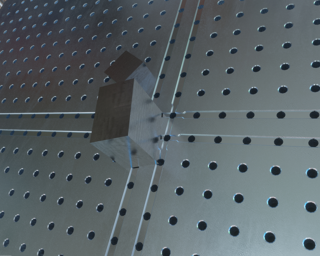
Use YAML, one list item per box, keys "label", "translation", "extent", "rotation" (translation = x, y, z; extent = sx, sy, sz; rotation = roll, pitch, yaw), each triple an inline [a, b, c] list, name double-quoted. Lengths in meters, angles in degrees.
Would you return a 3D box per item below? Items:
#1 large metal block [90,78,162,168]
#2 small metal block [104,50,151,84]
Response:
- label: "large metal block"
  translation: [-0.039, -0.003, 0.395]
  extent: [0.050, 0.080, 0.080]
  rotation: [-11, 57, 22]
- label: "small metal block"
  translation: [-0.052, -0.089, 0.490]
  extent: [0.050, 0.025, 0.050]
  rotation: [-46, 51, -4]
